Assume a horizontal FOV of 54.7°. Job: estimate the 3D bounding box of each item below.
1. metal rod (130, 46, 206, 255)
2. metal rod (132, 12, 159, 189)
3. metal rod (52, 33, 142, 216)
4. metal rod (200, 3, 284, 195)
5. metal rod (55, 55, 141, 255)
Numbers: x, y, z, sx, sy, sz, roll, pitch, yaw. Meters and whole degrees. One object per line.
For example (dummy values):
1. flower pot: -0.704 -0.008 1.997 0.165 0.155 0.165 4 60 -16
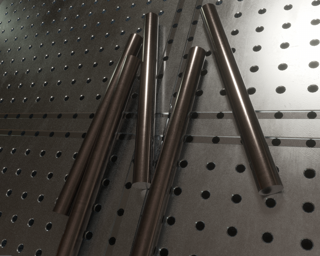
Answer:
1. metal rod: 0.015 0.023 0.385 0.025 0.025 0.300 3 63 29
2. metal rod: -0.018 -0.059 0.452 0.025 0.025 0.299 -12 57 21
3. metal rod: -0.084 -0.018 0.461 0.025 0.025 0.300 5 64 30
4. metal rod: 0.093 -0.060 0.395 0.025 0.025 0.299 -20 54 16
5. metal rod: -0.078 0.030 0.421 0.025 0.025 0.299 3 65 29
